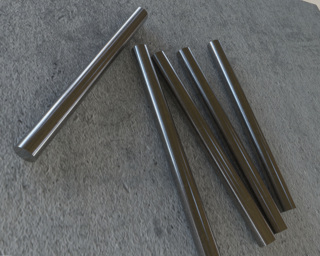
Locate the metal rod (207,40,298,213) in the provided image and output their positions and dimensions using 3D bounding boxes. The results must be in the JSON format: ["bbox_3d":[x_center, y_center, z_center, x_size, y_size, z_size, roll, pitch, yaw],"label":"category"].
[{"bbox_3d":[0.137,-0.016,0.490,0.025,0.025,0.299,-4,64,-30],"label":"metal rod"}]

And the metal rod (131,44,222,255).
[{"bbox_3d":[0.013,0.015,0.402,0.025,0.025,0.299,-4,64,-31],"label":"metal rod"}]

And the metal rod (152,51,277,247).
[{"bbox_3d":[0.066,0.018,0.430,0.025,0.025,0.299,-18,71,-35],"label":"metal rod"}]

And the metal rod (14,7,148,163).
[{"bbox_3d":[-0.084,-0.078,0.407,0.025,0.025,0.301,33,51,-8],"label":"metal rod"}]

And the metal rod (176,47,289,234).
[{"bbox_3d":[0.098,0.007,0.454,0.025,0.025,0.299,-13,68,-34],"label":"metal rod"}]
